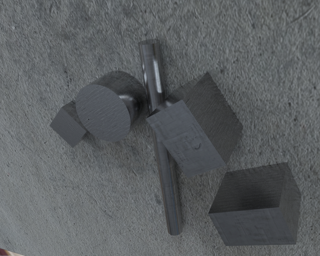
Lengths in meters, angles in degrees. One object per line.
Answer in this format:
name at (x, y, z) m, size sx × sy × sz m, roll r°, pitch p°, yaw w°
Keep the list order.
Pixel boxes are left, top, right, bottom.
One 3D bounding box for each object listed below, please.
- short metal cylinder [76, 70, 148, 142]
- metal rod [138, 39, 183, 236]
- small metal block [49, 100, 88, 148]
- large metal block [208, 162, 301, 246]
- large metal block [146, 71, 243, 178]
short metal cylinder at (-0.061, -0.029, 0.405) m, size 0.080 × 0.050 × 0.079 m, roll 13°, pitch 124°, yaw 21°
metal rod at (0.006, 0.032, 0.423) m, size 0.025 × 0.025 × 0.298 m, roll 6°, pitch 121°, yaw 25°
small metal block at (-0.134, -0.005, 0.474) m, size 0.050 × 0.025 × 0.050 m, roll 45°, pitch 129°, yaw -3°
large metal block at (0.114, 0.090, 0.367) m, size 0.080 × 0.080 × 0.050 m, roll -17°, pitch 110°, yaw 34°
large metal block at (0.042, -0.005, 0.346) m, size 0.050 × 0.080 × 0.080 m, roll -26°, pitch 104°, yaw 37°
